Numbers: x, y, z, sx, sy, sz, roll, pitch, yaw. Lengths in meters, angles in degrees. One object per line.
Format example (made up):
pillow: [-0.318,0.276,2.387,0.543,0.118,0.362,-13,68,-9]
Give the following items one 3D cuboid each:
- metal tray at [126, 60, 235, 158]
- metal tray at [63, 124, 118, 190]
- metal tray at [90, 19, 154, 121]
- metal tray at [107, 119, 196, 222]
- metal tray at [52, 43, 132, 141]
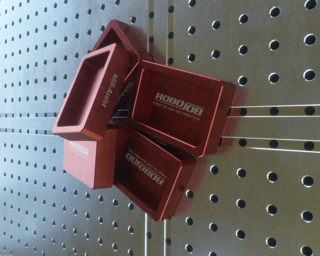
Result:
metal tray: [0.020,-0.028,0.389,0.130,0.030,0.089,23,105,37]
metal tray: [-0.112,0.033,0.478,0.130,0.030,0.089,12,99,54]
metal tray: [-0.075,-0.084,0.469,0.129,0.030,0.090,-47,61,30]
metal tray: [-0.023,0.053,0.425,0.130,0.030,0.089,32,110,35]
metal tray: [-0.094,-0.047,0.429,0.090,0.030,0.130,-2,64,47]
